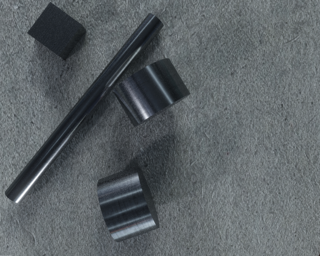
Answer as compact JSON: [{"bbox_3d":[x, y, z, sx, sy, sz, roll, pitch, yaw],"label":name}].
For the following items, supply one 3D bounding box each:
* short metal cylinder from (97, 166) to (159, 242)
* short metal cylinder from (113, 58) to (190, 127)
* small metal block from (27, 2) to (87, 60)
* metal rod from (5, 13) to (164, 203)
[{"bbox_3d":[-0.038,0.093,0.382,0.050,0.080,0.080,-20,90,0],"label":"short metal cylinder"},{"bbox_3d":[-0.010,-0.043,0.382,0.080,0.080,0.050,-31,90,0],"label":"short metal cylinder"},{"bbox_3d":[-0.135,-0.127,0.409,0.050,0.025,0.050,36,90,0],"label":"small metal block"},{"bbox_3d":[-0.099,-0.026,0.408,0.025,0.025,0.300,39,90,0],"label":"metal rod"}]
